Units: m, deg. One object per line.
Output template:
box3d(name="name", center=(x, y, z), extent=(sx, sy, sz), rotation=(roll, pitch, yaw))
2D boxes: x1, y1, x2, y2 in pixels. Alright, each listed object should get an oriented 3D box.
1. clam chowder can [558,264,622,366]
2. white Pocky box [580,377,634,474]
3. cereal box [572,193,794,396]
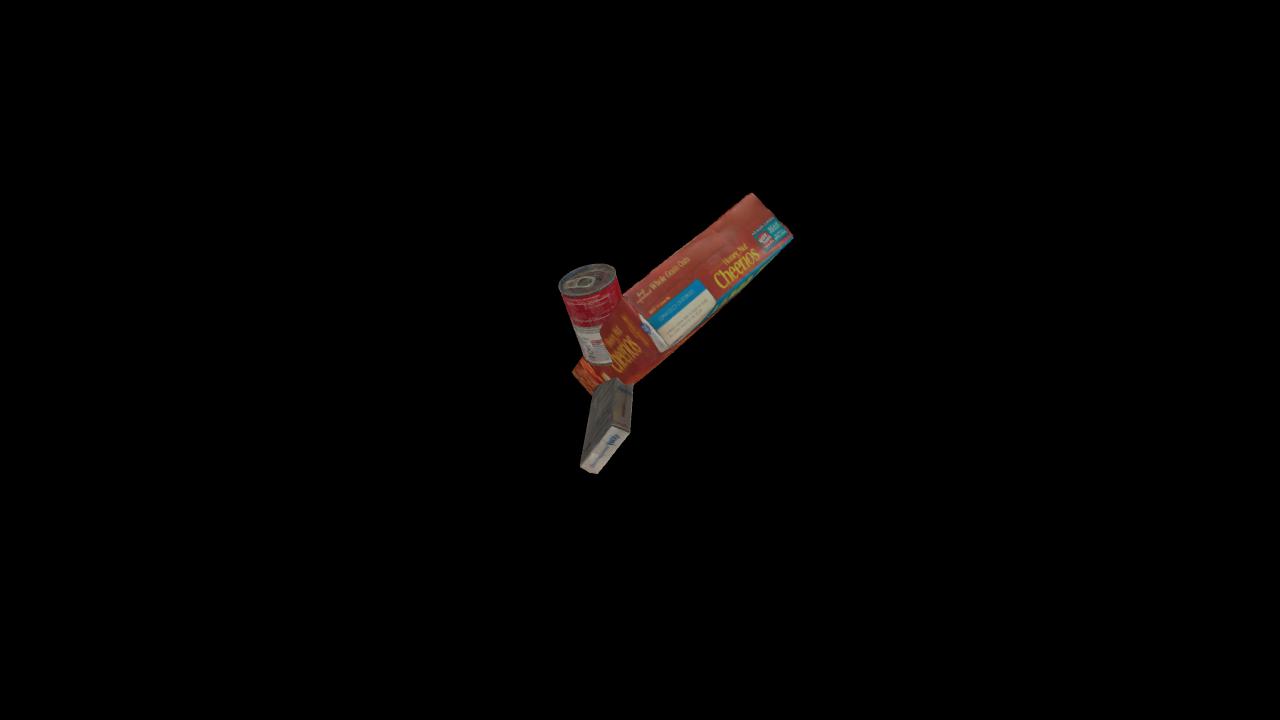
box3d(name="clam chowder can", center=(-0.048, -0.052, 0.717), extent=(0.068, 0.102, 0.068), rotation=(-11, 35, 8))
box3d(name="white Pocky box", center=(-0.038, 0.057, 0.760), extent=(0.028, 0.084, 0.154), rotation=(25, 34, -15))
box3d(name="cereal box", center=(0.035, -0.057, 0.761), extent=(0.203, 0.081, 0.306), rotation=(-41, -1, -23))
